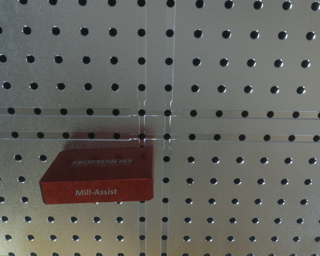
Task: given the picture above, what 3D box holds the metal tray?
[{"bbox_3d":[-0.074,0.058,0.399,0.131,0.090,0.030,-2,110,0],"label":"metal tray"}]
